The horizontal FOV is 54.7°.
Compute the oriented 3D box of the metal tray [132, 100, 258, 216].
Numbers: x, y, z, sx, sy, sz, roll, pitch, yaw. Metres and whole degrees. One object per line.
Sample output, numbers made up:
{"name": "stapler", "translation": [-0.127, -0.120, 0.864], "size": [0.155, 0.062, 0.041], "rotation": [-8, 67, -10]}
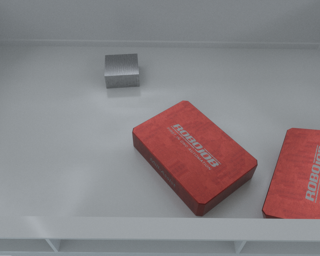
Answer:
{"name": "metal tray", "translation": [0.039, 0.030, 0.377], "size": [0.091, 0.030, 0.130], "rotation": [-30, 57, -24]}

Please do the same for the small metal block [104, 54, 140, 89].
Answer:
{"name": "small metal block", "translation": [-0.058, -0.088, 0.479], "size": [0.050, 0.025, 0.050], "rotation": [-4, 50, -4]}

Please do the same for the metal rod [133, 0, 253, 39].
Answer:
{"name": "metal rod", "translation": [0.086, -0.230, 0.602], "size": [0.302, 0.025, 0.025], "rotation": [-25, 55, -20]}

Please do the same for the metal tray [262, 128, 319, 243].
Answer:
{"name": "metal tray", "translation": [0.174, 0.057, 0.335], "size": [0.090, 0.030, 0.130], "rotation": [6, 46, 33]}
